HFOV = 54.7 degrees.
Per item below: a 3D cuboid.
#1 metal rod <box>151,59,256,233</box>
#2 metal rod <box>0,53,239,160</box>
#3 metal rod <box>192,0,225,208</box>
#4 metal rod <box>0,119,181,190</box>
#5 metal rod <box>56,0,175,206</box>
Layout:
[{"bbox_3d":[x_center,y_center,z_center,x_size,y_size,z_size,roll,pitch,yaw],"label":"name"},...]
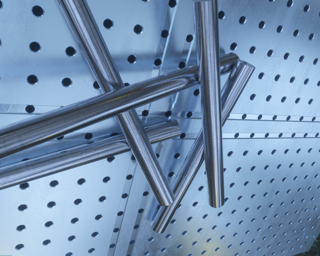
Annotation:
[{"bbox_3d":[0.052,0.042,0.450,0.025,0.025,0.298,7,120,-32],"label":"metal rod"},{"bbox_3d":[-0.020,-0.037,0.331,0.302,0.025,0.025,-24,129,-33],"label":"metal rod"},{"bbox_3d":[0.065,-0.007,0.389,0.025,0.025,0.298,-22,127,-16],"label":"metal rod"},{"bbox_3d":[-0.114,0.039,0.373,0.302,0.025,0.025,-16,125,-20],"label":"metal rod"},{"bbox_3d":[-0.041,-0.020,0.353,0.025,0.025,0.299,-29,121,-10],"label":"metal rod"}]
